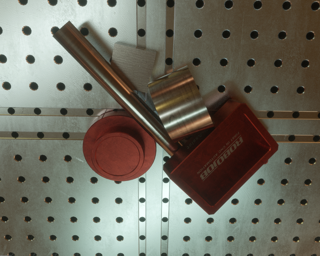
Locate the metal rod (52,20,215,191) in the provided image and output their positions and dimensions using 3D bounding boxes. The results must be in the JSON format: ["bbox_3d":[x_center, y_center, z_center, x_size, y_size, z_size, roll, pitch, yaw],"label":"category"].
[{"bbox_3d":[-0.012,-0.007,0.393,0.025,0.025,0.300,-38,114,12],"label":"metal rod"}]

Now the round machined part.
[{"bbox_3d":[-0.054,0.029,0.413,0.099,0.042,0.097,0,110,-1],"label":"round machined part"}]

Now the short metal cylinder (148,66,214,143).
[{"bbox_3d":[0.026,-0.028,0.374,0.050,0.080,0.080,-24,109,8],"label":"short metal cylinder"}]

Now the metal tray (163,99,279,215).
[{"bbox_3d":[0.080,0.038,0.403,0.130,0.030,0.090,-45,113,-2],"label":"metal tray"}]

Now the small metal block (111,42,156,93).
[{"bbox_3d":[-0.035,-0.076,0.385,0.050,0.025,0.050,12,110,-5],"label":"small metal block"}]
